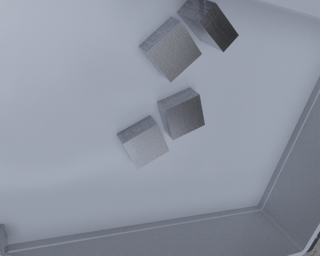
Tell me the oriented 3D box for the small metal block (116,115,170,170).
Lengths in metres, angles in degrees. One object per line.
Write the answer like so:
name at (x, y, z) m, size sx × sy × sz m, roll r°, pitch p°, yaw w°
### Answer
small metal block at (-0.022, 0.019, 0.409) m, size 0.050 × 0.025 × 0.050 m, roll -30°, pitch 129°, yaw -9°

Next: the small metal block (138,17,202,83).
small metal block at (0.013, -0.090, 0.359) m, size 0.050 × 0.025 × 0.050 m, roll -43°, pitch 130°, yaw 1°

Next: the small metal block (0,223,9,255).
small metal block at (-0.211, 0.148, 0.369) m, size 0.050 × 0.050 × 0.025 m, roll -11°, pitch 123°, yaw -22°

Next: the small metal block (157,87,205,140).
small metal block at (0.029, -0.019, 0.412) m, size 0.050 × 0.025 × 0.050 m, roll -25°, pitch 128°, yaw -13°

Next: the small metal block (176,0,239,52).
small metal block at (0.053, -0.117, 0.349) m, size 0.025 × 0.050 × 0.050 m, roll -48°, pitch 129°, yaw 6°
